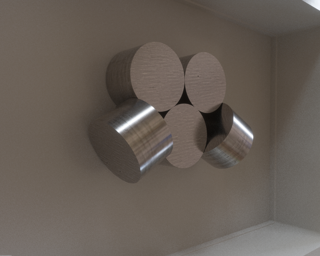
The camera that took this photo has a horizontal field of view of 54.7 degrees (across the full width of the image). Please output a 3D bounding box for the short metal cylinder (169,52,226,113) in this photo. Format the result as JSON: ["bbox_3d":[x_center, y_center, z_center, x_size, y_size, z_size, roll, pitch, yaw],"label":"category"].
[{"bbox_3d":[0.045,-0.060,0.426,0.081,0.050,0.080,0,90,-40],"label":"short metal cylinder"}]

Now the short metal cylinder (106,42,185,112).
[{"bbox_3d":[-0.017,-0.059,0.374,0.081,0.050,0.080,0,90,-40],"label":"short metal cylinder"}]

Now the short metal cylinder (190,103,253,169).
[{"bbox_3d":[0.082,0.011,0.437,0.050,0.080,0.080,37,68,-34],"label":"short metal cylinder"}]

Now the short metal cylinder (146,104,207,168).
[{"bbox_3d":[0.015,0.010,0.401,0.081,0.050,0.080,0,90,-40],"label":"short metal cylinder"}]

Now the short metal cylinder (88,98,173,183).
[{"bbox_3d":[-0.033,0.014,0.341,0.050,0.080,0.080,-38,113,-34],"label":"short metal cylinder"}]
